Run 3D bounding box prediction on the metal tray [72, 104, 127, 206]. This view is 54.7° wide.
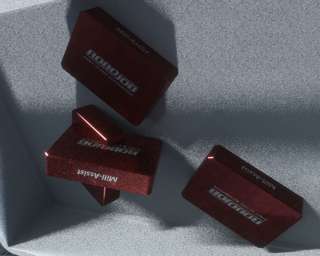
[{"bbox_3d":[-0.094,0.042,0.460,0.090,0.030,0.129,38,133,33],"label":"metal tray"}]

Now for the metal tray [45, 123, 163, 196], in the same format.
[{"bbox_3d":[-0.067,0.037,0.401,0.131,0.090,0.030,11,117,3],"label":"metal tray"}]

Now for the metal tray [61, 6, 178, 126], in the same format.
[{"bbox_3d":[-0.054,-0.075,0.388,0.130,0.030,0.089,39,129,1],"label":"metal tray"}]

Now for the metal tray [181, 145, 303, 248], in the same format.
[{"bbox_3d":[0.104,0.092,0.407,0.130,0.030,0.089,33,129,6],"label":"metal tray"}]
